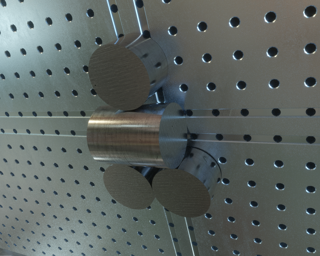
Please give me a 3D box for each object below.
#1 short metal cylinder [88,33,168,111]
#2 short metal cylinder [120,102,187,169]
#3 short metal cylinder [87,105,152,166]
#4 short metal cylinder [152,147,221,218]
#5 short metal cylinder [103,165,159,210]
[{"bbox_3d":[-0.037,-0.068,0.371,0.080,0.050,0.079,13,124,20],"label":"short metal cylinder"},{"bbox_3d":[-0.005,0.009,0.383,0.050,0.080,0.080,0,119,28],"label":"short metal cylinder"},{"bbox_3d":[-0.050,0.009,0.406,0.050,0.080,0.080,0,119,28],"label":"short metal cylinder"},{"bbox_3d":[0.036,0.073,0.418,0.080,0.050,0.079,13,124,20],"label":"short metal cylinder"},{"bbox_3d":[-0.035,0.072,0.455,0.080,0.050,0.079,13,124,20],"label":"short metal cylinder"}]
